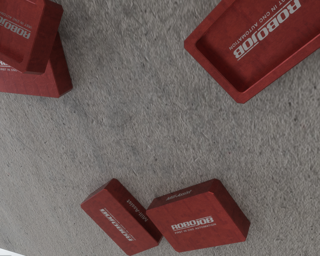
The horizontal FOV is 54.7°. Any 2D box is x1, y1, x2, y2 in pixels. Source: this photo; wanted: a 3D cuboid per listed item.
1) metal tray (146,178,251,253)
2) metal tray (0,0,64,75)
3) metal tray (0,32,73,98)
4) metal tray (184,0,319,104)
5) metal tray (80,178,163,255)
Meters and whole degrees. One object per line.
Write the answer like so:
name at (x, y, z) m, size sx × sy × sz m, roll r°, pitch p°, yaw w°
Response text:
metal tray at (0.053, 0.134, 0.458) m, size 0.130 × 0.030 × 0.090 m, roll -28°, pitch 103°, yaw 37°
metal tray at (-0.190, -0.133, 0.389) m, size 0.130 × 0.030 × 0.089 m, roll 28°, pitch 106°, yaw 20°
metal tray at (-0.196, -0.095, 0.449) m, size 0.130 × 0.030 × 0.089 m, roll 8°, pitch 122°, yaw 24°
metal tray at (0.097, -0.094, 0.293) m, size 0.090 × 0.030 × 0.129 m, roll 45°, pitch 129°, yaw -4°
metal tray at (-0.065, 0.157, 0.535) m, size 0.130 × 0.030 × 0.090 m, roll 48°, pitch 129°, yaw -6°
